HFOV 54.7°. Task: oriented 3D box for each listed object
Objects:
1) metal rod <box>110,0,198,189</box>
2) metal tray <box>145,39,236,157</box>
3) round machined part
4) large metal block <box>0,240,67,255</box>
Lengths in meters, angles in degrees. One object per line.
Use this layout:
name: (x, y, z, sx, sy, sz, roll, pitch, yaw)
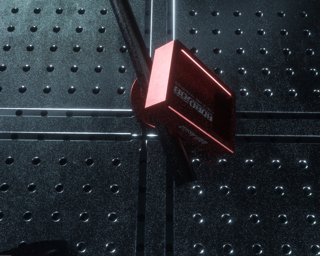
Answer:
metal rod: (-0.018, -0.070, 0.392, 0.025, 0.025, 0.299, -18, 71, -6)
metal tray: (0.043, -0.031, 0.369, 0.030, 0.130, 0.090, -18, 53, 39)
round machined part: (0.009, -0.044, 0.419, 0.099, 0.042, 0.098, 0, 70, 0)
large metal block: (-0.147, 0.155, 0.325, 0.081, 0.080, 0.050, -15, 71, -5)
